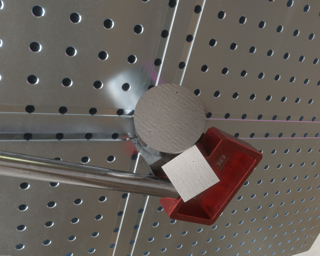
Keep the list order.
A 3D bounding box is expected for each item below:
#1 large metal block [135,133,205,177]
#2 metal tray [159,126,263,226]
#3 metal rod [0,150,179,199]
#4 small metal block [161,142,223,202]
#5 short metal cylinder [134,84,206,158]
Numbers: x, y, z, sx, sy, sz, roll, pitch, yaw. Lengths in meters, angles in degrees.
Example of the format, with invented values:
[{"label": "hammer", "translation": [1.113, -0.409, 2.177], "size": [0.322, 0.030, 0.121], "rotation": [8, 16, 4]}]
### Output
[{"label": "large metal block", "translation": [0.023, 0.043, 0.434], "size": [0.080, 0.050, 0.080], "rotation": [-31, 129, -9]}, {"label": "metal tray", "translation": [0.070, 0.070, 0.423], "size": [0.091, 0.030, 0.129], "rotation": [23, 106, -37]}, {"label": "metal rod", "translation": [-0.116, 0.047, 0.340], "size": [0.302, 0.025, 0.025], "rotation": [13, 112, -22]}, {"label": "small metal block", "translation": [0.039, 0.053, 0.373], "size": [0.050, 0.050, 0.025], "rotation": [-36, 172, 17]}, {"label": "short metal cylinder", "translation": [0.010, -0.007, 0.370], "size": [0.080, 0.080, 0.050], "rotation": [-31, 171, -9]}]
